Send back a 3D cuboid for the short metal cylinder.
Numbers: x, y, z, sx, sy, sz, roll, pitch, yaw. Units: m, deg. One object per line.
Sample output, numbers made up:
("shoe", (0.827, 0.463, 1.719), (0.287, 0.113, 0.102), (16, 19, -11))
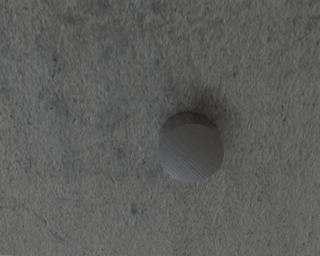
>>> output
("short metal cylinder", (0.039, 0.024, 0.406), (0.081, 0.050, 0.079), (0, 110, -1))
